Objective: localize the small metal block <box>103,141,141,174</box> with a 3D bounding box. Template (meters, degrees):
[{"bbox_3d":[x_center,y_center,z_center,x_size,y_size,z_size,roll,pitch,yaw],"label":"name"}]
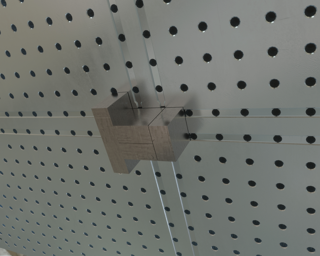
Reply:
[{"bbox_3d":[-0.048,0.029,0.436,0.025,0.050,0.050,0,118,28],"label":"small metal block"}]

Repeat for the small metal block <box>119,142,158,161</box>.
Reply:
[{"bbox_3d":[-0.018,0.018,0.413,0.050,0.050,0.025,0,118,28],"label":"small metal block"}]

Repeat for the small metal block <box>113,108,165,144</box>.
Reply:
[{"bbox_3d":[-0.023,-0.004,0.403,0.050,0.050,0.025,0,118,28],"label":"small metal block"}]

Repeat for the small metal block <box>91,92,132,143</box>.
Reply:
[{"bbox_3d":[-0.060,-0.015,0.415,0.025,0.050,0.050,0,118,28],"label":"small metal block"}]

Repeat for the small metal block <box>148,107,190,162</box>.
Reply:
[{"bbox_3d":[0.013,0.007,0.390,0.025,0.050,0.050,0,118,28],"label":"small metal block"}]
